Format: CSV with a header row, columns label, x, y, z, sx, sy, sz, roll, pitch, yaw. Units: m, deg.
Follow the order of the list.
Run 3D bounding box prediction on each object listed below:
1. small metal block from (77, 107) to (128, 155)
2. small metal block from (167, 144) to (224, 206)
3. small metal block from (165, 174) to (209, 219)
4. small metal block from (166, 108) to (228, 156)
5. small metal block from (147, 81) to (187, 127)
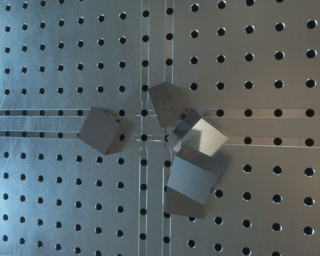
label,x,y,z,sx,sy,sz,roll,pitch,yaw
small metal block,-0.081,0.004,0.440,0.050,0.025,0.050,30,100,17
small metal block,0.040,0.054,0.360,0.050,0.025,0.050,25,129,16
small metal block,0.036,0.086,0.399,0.050,0.025,0.050,4,91,19
small metal block,0.046,0.012,0.381,0.050,0.050,0.025,-48,32,13
small metal block,0.012,-0.028,0.394,0.025,0.050,0.050,-21,83,18
